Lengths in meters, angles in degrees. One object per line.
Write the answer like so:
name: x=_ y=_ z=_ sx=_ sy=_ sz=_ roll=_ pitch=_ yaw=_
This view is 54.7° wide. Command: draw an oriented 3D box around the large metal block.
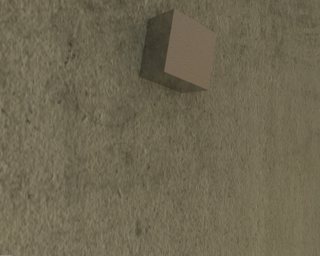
large metal block: x=0.025 y=-0.097 z=0.411 sx=0.081 sy=0.050 sz=0.080 roll=15 pitch=81 yaw=-39
